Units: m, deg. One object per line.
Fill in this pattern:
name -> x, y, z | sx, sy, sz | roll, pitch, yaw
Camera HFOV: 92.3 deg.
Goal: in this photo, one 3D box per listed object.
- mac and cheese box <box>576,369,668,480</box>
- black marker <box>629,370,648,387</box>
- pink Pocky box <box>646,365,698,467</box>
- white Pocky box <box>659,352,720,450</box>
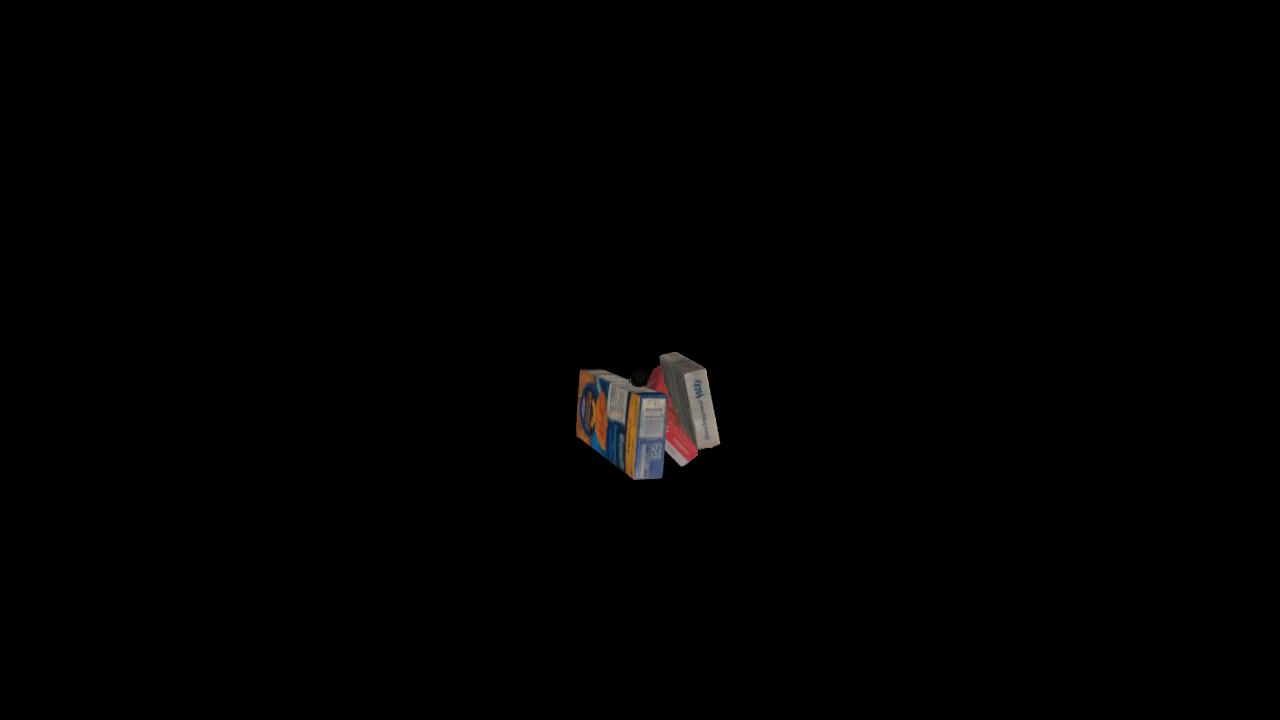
mac and cheese box -> -0.026, 0.068, 0.721 | 0.041, 0.093, 0.184 | -1, 7, -25
black marker -> -0.006, 0.030, 0.724 | 0.020, 0.020, 0.121 | 0, -10, -6
pink Pocky box -> 0.041, 0.062, 0.766 | 0.029, 0.084, 0.155 | -40, 9, 20
white Pocky box -> 0.052, 0.040, 0.690 | 0.028, 0.084, 0.154 | -13, 8, -5
